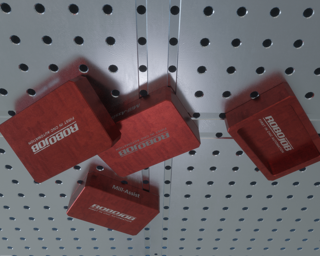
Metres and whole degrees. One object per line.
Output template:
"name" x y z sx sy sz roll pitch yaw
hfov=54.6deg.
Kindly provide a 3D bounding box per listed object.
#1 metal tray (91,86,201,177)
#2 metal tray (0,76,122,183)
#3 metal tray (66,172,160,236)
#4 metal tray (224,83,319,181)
"metal tray" -0.023 0.010 0.416 0.130 0.030 0.090 -24 126 19
"metal tray" -0.125 0.005 0.387 0.130 0.030 0.090 -27 101 21
"metal tray" -0.077 0.130 0.518 0.131 0.030 0.090 24 126 -20
"metal tray" 0.158 0.011 0.418 0.090 0.030 0.130 -30 124 23
